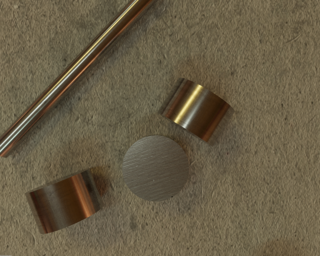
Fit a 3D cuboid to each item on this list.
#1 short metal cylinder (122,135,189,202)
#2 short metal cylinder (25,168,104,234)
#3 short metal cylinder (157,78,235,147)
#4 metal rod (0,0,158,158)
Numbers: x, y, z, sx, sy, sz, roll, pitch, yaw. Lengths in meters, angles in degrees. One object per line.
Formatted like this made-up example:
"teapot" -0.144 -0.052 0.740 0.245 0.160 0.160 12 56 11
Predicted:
"short metal cylinder" -0.005 0.049 0.397 0.081 0.050 0.079 0 90 0
"short metal cylinder" -0.116 0.088 0.382 0.080 0.080 0.050 -21 90 0
"short metal cylinder" 0.044 -0.019 0.383 0.080 0.080 0.050 32 90 0
"metal rod" -0.107 -0.078 0.408 0.025 0.025 0.300 44 90 0
